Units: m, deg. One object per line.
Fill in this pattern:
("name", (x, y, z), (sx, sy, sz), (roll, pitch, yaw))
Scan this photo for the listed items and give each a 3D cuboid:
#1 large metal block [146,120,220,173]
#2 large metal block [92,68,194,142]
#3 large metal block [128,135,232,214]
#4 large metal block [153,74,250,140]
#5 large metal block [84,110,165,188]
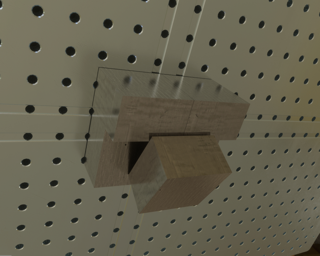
("large metal block", (0.028, 0.025, 0.425), (0.081, 0.050, 0.079), (1, 118, -29))
("large metal block", (-0.022, -0.027, 0.347), (0.081, 0.080, 0.050), (1, 118, -29))
("large metal block", (0.020, 0.053, 0.353), (0.081, 0.050, 0.079), (0, 142, -29))
("large metal block", (0.048, -0.026, 0.386), (0.081, 0.080, 0.050), (1, 118, -29))
("large metal block", (-0.043, 0.024, 0.385), (0.081, 0.050, 0.079), (1, 118, -29))
